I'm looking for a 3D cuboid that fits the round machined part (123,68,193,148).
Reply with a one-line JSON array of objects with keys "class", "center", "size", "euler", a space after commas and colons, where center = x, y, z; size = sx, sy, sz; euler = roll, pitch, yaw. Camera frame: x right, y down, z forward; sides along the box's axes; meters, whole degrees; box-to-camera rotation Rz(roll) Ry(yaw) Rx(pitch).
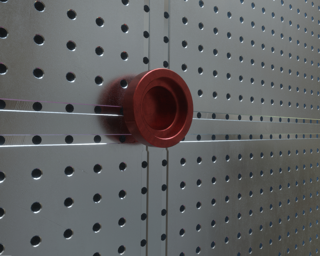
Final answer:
[{"class": "round machined part", "center": [-0.007, -0.024, 0.394], "size": [0.099, 0.042, 0.097], "euler": [0, 90, -40]}]
